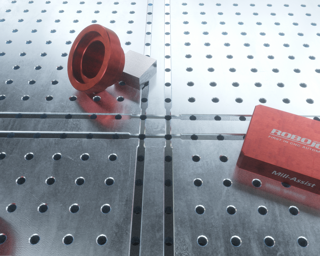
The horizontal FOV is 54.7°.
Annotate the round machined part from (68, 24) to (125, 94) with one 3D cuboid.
[{"bbox_3d":[-0.089,-0.097,0.454,0.042,0.098,0.098,11,33,-50],"label":"round machined part"}]

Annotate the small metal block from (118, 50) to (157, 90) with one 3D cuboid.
[{"bbox_3d":[-0.039,-0.091,0.484,0.050,0.025,0.050,24,54,18],"label":"small metal block"}]

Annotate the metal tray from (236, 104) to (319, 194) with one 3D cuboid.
[{"bbox_3d":[0.172,0.027,0.384,0.130,0.030,0.090,18,52,14],"label":"metal tray"}]
